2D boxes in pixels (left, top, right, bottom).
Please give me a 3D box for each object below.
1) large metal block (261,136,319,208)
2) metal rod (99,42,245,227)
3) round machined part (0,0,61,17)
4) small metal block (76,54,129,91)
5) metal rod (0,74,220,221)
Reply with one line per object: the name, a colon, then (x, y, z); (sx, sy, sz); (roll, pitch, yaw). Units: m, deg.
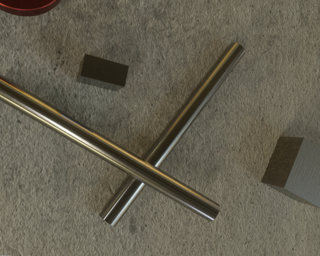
large metal block: (0.217, 0.067, 0.478); (0.080, 0.050, 0.080); (28, 81, -18)
metal rod: (0.024, 0.000, 0.418); (0.025, 0.025, 0.300); (42, 77, -16)
round machined part: (-0.154, -0.172, 0.343); (0.099, 0.042, 0.097); (0, 90, -21)
small metal block: (-0.070, -0.064, 0.370); (0.050, 0.050, 0.025); (12, 86, -20)
metal rod: (-0.057, 0.029, 0.368); (0.301, 0.025, 0.025); (32, 79, -10)
